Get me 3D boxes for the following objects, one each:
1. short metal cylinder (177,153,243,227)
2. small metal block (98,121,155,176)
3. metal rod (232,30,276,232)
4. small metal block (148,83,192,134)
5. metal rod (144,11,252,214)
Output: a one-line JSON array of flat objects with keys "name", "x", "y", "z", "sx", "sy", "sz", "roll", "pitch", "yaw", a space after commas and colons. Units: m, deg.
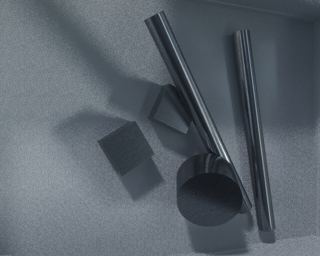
[{"name": "short metal cylinder", "x": 0.062, "y": 0.080, "z": 0.403, "sx": 0.080, "sy": 0.050, "sz": 0.079, "roll": 1, "pitch": 113, "yaw": 2}, {"name": "small metal block", "x": -0.043, "y": 0.025, "z": 0.396, "sx": 0.050, "sy": 0.025, "sz": 0.050, "roll": -33, "pitch": 101, "yaw": -17}, {"name": "metal rod", "x": 0.141, "y": 0.006, "z": 0.464, "sx": 0.025, "sy": 0.025, "sz": 0.298, "roll": -10, "pitch": 94, "yaw": -20}, {"name": "small metal block", "x": 0.019, "y": -0.025, "z": 0.419, "sx": 0.050, "sy": 0.025, "sz": 0.050, "roll": 27, "pitch": 81, "yaw": -18}, {"name": "metal rod", "x": 0.058, "y": -0.006, "z": 0.409, "sx": 0.025, "sy": 0.025, "sz": 0.299, "roll": -34, "pitch": 110, "yaw": -17}]
